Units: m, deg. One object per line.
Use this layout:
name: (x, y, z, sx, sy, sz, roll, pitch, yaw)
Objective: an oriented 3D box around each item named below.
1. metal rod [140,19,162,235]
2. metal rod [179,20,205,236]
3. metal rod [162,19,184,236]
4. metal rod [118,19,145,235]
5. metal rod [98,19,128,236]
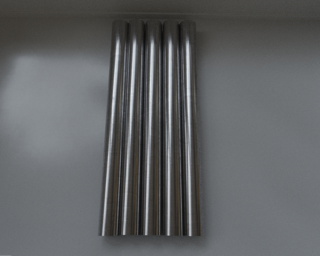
metal rod: (-0.010, -0.015, 0.414, 0.025, 0.025, 0.299, 0, 70, 0)
metal rod: (0.041, -0.014, 0.413, 0.025, 0.025, 0.299, 0, 70, 0)
metal rod: (0.016, -0.014, 0.414, 0.025, 0.025, 0.299, 0, 70, 0)
metal rod: (-0.035, -0.015, 0.413, 0.025, 0.025, 0.299, 0, 70, 0)
metal rod: (-0.059, -0.014, 0.413, 0.025, 0.025, 0.299, 0, 70, 0)
